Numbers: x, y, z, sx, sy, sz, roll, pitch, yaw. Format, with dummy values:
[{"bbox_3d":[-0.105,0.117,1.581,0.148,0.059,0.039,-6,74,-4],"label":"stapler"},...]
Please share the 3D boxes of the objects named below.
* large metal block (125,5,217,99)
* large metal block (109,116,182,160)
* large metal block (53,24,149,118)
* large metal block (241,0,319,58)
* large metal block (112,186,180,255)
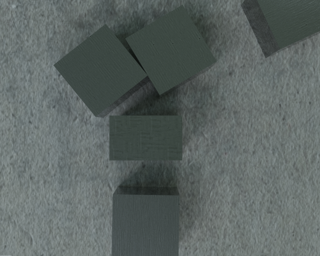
[{"bbox_3d":[0.013,-0.094,0.398,0.080,0.050,0.080,-31,90,-1],"label":"large metal block"},{"bbox_3d":[-0.016,0.011,0.382,0.081,0.080,0.050,0,90,-1],"label":"large metal block"},{"bbox_3d":[-0.071,-0.069,0.397,0.080,0.050,0.080,-39,90,0],"label":"large metal block"},{"bbox_3d":[0.165,-0.148,0.400,0.080,0.050,0.080,-25,90,-1],"label":"large metal block"},{"bbox_3d":[-0.017,0.120,0.397,0.081,0.050,0.079,1,90,-1],"label":"large metal block"}]
